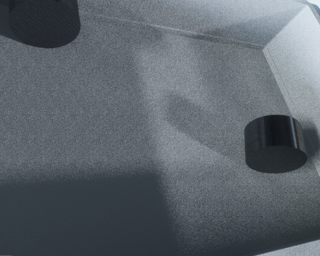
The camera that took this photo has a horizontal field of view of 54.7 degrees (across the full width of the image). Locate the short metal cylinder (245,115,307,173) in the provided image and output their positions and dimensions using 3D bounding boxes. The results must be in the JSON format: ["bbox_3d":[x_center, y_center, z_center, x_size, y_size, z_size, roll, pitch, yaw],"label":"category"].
[{"bbox_3d":[0.163,0.025,0.443,0.080,0.080,0.050,19,54,-17],"label":"short metal cylinder"}]

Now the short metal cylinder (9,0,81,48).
[{"bbox_3d":[-0.142,-0.145,0.382,0.081,0.080,0.050,1,62,-28],"label":"short metal cylinder"}]
